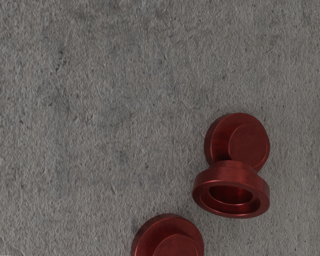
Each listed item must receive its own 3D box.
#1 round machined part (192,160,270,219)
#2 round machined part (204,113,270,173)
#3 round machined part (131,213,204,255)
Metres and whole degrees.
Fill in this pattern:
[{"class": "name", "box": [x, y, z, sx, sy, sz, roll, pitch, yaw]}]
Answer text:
[{"class": "round machined part", "box": [0.095, 0.079, 0.413, 0.098, 0.098, 0.042, 32, 49, -18]}, {"class": "round machined part", "box": [0.116, 0.027, 0.443, 0.099, 0.042, 0.097, 0, 90, -20]}, {"class": "round machined part", "box": [0.015, 0.166, 0.406, 0.099, 0.042, 0.097, 0, 90, -20]}]
